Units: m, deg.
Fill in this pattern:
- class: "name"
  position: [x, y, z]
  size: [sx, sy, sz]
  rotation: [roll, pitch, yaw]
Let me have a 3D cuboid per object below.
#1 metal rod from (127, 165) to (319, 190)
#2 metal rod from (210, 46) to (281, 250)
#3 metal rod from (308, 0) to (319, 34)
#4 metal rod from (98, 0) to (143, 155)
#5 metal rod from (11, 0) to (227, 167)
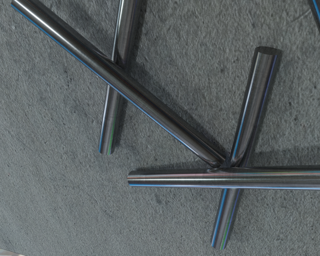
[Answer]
- class: "metal rod"
  position: [0.070, 0.061, 0.377]
  size: [0.300, 0.025, 0.025]
  rotation: [-9, 114, 42]
- class: "metal rod"
  position: [0.097, 0.048, 0.385]
  size: [0.025, 0.025, 0.298]
  rotation: [17, 125, 18]
- class: "metal rod"
  position: [0.195, -0.014, 0.295]
  size: [0.025, 0.025, 0.299]
  rotation: [-18, 109, 35]
- class: "metal rod"
  position: [-0.048, -0.083, 0.380]
  size: [0.025, 0.025, 0.298]
  rotation: [25, 128, 12]
- class: "metal rod"
  position: [-0.040, -0.050, 0.367]
  size: [0.301, 0.025, 0.025]
  rotation: [39, 130, -10]
